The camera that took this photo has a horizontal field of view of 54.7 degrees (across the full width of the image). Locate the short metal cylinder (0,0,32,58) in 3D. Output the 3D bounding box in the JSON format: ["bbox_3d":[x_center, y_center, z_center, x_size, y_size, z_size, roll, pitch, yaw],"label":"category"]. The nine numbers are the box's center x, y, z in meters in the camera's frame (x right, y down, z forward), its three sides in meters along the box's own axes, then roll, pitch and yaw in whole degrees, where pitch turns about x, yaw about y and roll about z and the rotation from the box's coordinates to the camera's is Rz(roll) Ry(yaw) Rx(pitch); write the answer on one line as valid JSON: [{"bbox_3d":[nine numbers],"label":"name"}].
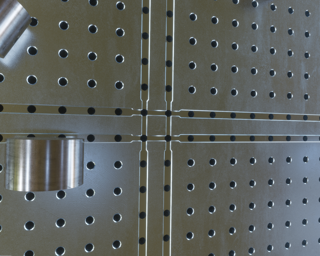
[{"bbox_3d":[-0.182,-0.116,0.316,0.080,0.080,0.050,34,79,-17],"label":"short metal cylinder"}]

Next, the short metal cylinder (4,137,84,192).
[{"bbox_3d":[-0.124,0.036,0.337,0.081,0.080,0.050,1,90,-20],"label":"short metal cylinder"}]
